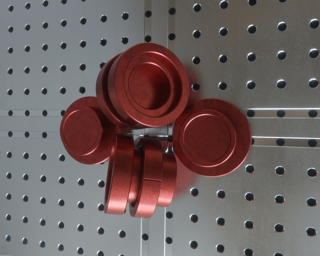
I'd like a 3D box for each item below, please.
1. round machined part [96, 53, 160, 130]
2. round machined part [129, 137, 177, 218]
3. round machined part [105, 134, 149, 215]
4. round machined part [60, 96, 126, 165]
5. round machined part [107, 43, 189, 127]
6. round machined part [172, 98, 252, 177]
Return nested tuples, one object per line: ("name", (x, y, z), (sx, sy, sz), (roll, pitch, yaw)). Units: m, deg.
("round machined part", (-0.035, -0.046, 0.399), (0.042, 0.099, 0.098), (-9, 86, 60))
("round machined part", (-0.009, 0.063, 0.387), (0.042, 0.098, 0.097), (9, 94, -12))
("round machined part", (-0.041, 0.058, 0.384), (0.042, 0.098, 0.097), (8, 93, -12))
("round machined part", (-0.101, 0.004, 0.439), (0.098, 0.042, 0.097), (0, 90, 20))
("round machined part", (-0.017, -0.049, 0.373), (0.042, 0.099, 0.098), (-9, 86, 60))
("round machined part", (0.062, 0.012, 0.382), (0.098, 0.042, 0.097), (0, 90, 20))
